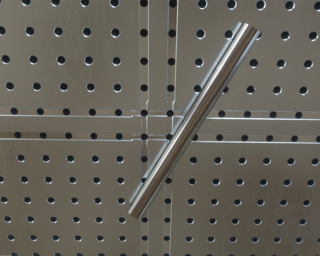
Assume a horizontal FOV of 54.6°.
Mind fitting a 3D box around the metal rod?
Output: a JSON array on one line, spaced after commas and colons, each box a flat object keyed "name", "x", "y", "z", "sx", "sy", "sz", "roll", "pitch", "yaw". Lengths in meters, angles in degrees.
[{"name": "metal rod", "x": 0.036, "y": 0.003, "z": 0.414, "sx": 0.025, "sy": 0.025, "sz": 0.299, "roll": 28, "pitch": 108, "yaw": -10}]
